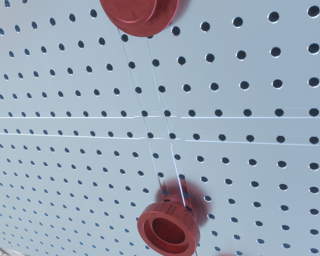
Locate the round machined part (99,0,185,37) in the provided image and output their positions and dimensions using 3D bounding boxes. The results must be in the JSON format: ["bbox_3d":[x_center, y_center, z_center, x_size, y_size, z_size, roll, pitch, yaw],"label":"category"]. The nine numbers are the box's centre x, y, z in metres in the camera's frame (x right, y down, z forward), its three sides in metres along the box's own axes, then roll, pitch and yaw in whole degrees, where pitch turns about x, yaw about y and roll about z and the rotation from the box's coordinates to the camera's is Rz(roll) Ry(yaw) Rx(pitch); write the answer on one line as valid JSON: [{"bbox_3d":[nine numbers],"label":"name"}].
[{"bbox_3d":[-0.026,-0.144,0.325,0.098,0.042,0.097,13,124,21],"label":"round machined part"}]

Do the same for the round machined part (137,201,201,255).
[{"bbox_3d":[0.017,0.155,0.487,0.098,0.042,0.097,13,124,21],"label":"round machined part"}]
